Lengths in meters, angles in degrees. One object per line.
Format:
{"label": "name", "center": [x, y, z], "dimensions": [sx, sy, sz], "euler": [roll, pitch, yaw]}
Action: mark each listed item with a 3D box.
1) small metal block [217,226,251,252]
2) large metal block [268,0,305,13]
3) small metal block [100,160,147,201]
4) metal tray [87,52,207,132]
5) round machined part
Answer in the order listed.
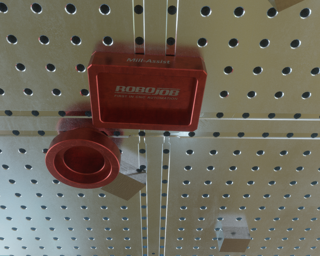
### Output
{"label": "small metal block", "center": [0.142, 0.216, 0.598], "dimensions": [0.050, 0.025, 0.050], "euler": [3, 130, -3]}
{"label": "large metal block", "center": [0.117, -0.149, 0.251], "dimensions": [0.080, 0.080, 0.050], "euler": [-22, 127, 17]}
{"label": "small metal block", "center": [-0.056, 0.082, 0.481], "dimensions": [0.050, 0.025, 0.050], "euler": [31, 123, -24]}
{"label": "metal tray", "center": [-0.016, -0.041, 0.373], "dimensions": [0.131, 0.030, 0.089], "euler": [2, 130, -3]}
{"label": "round machined part", "center": [-0.104, 0.038, 0.431], "dimensions": [0.099, 0.042, 0.097], "euler": [-1, 130, 0]}
